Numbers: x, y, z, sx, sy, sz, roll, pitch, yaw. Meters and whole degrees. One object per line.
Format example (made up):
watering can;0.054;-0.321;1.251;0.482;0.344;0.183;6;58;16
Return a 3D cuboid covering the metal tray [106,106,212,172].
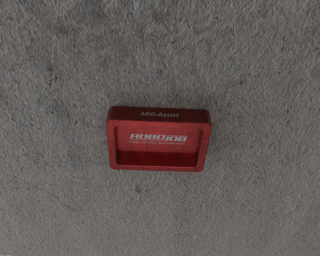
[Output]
metal tray;-0.002;0.017;0.417;0.131;0.030;0.089;2;130;-2
